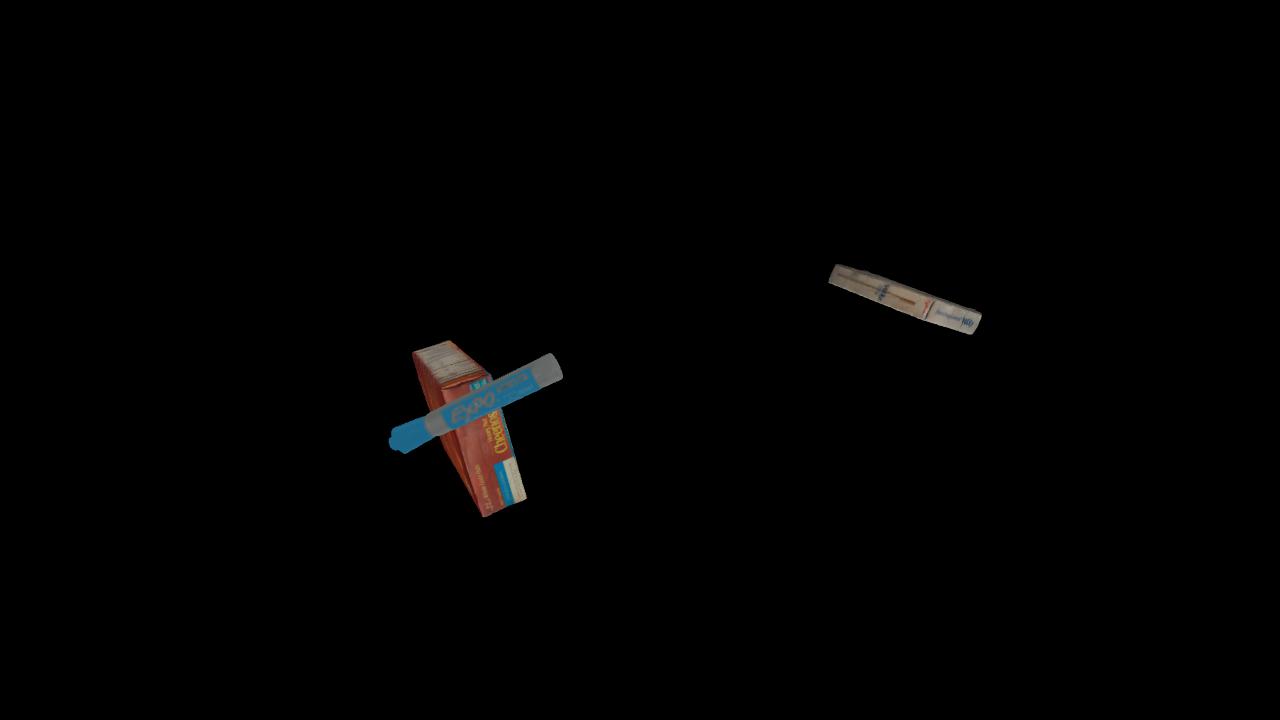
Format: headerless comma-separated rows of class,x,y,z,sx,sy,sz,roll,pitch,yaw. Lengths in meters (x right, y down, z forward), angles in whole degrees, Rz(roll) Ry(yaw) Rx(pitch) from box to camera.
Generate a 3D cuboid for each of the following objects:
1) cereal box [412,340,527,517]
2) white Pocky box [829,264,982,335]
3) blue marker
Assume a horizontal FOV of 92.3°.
cereal box,-0.279,0.094,0.983,0.081,0.203,0.306,-20,19,-23
white Pocky box,0.298,-0.073,0.703,0.084,0.028,0.154,10,17,-28
blue marker,-0.108,0.029,0.398,0.121,0.020,0.020,-25,-2,4
